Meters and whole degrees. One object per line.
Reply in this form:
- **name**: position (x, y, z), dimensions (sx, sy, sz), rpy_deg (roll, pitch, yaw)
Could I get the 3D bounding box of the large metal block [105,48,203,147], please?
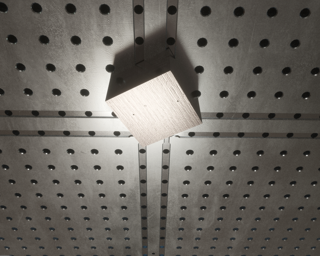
- **large metal block**: position (-0.005, -0.033, 0.367), dimensions (0.080, 0.050, 0.080), rpy_deg (-23, 127, 18)
